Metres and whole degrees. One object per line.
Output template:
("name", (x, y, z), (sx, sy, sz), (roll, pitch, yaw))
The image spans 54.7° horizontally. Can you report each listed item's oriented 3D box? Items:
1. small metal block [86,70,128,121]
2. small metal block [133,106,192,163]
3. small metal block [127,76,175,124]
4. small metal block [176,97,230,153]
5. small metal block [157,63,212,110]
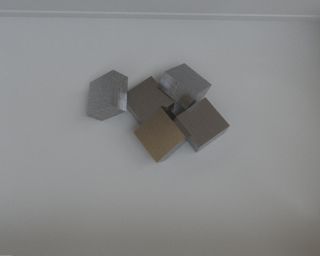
("small metal block", (-0.069, -0.042, 0.408), (0.050, 0.025, 0.050), (-17, 63, 40))
("small metal block", (0.003, 0.008, 0.393), (0.050, 0.025, 0.050), (-44, 73, 18))
("small metal block", (-0.016, -0.034, 0.420), (0.050, 0.025, 0.050), (-36, 74, -13))
("small metal block", (0.055, -0.004, 0.410), (0.050, 0.025, 0.050), (-34, 74, -12))
("small metal block", (0.034, -0.057, 0.417), (0.050, 0.025, 0.050), (41, 40, 13))
